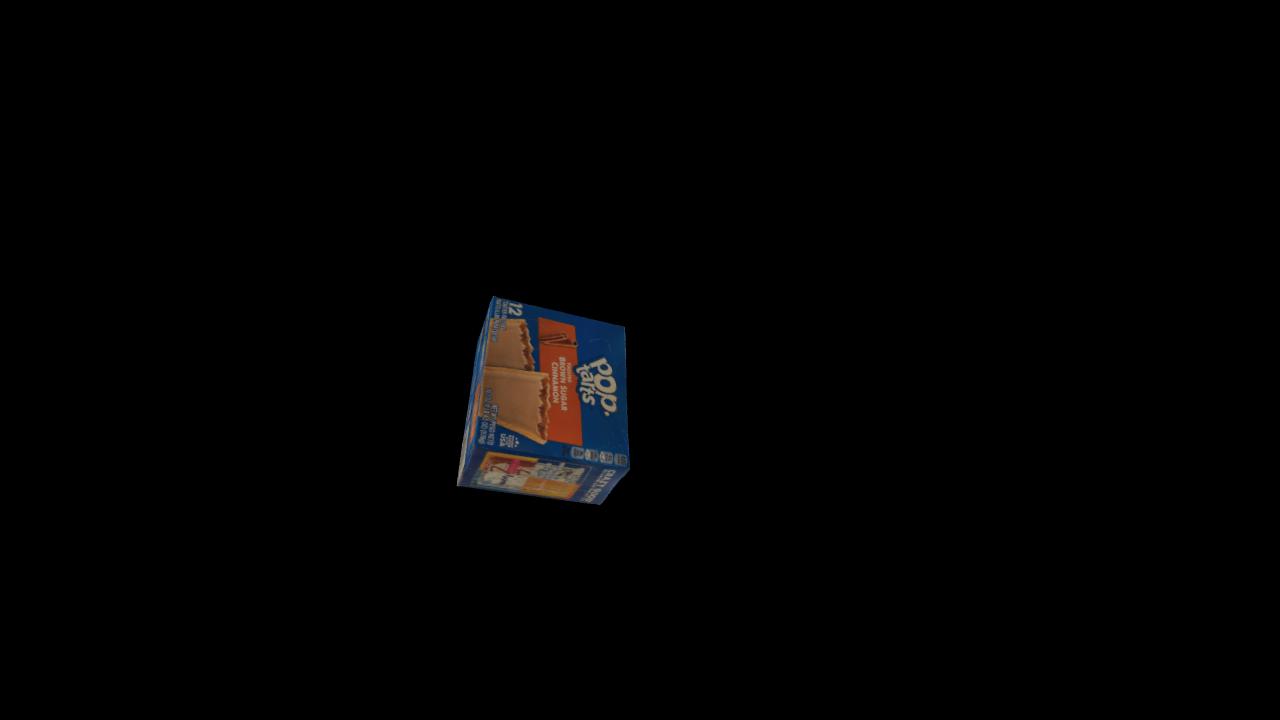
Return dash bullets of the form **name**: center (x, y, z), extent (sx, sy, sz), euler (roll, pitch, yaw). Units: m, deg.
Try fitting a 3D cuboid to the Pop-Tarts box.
- **Pop-Tarts box**: center (-0.090, 0.039, 0.595), extent (0.141, 0.167, 0.083), euler (13, -39, -20)
